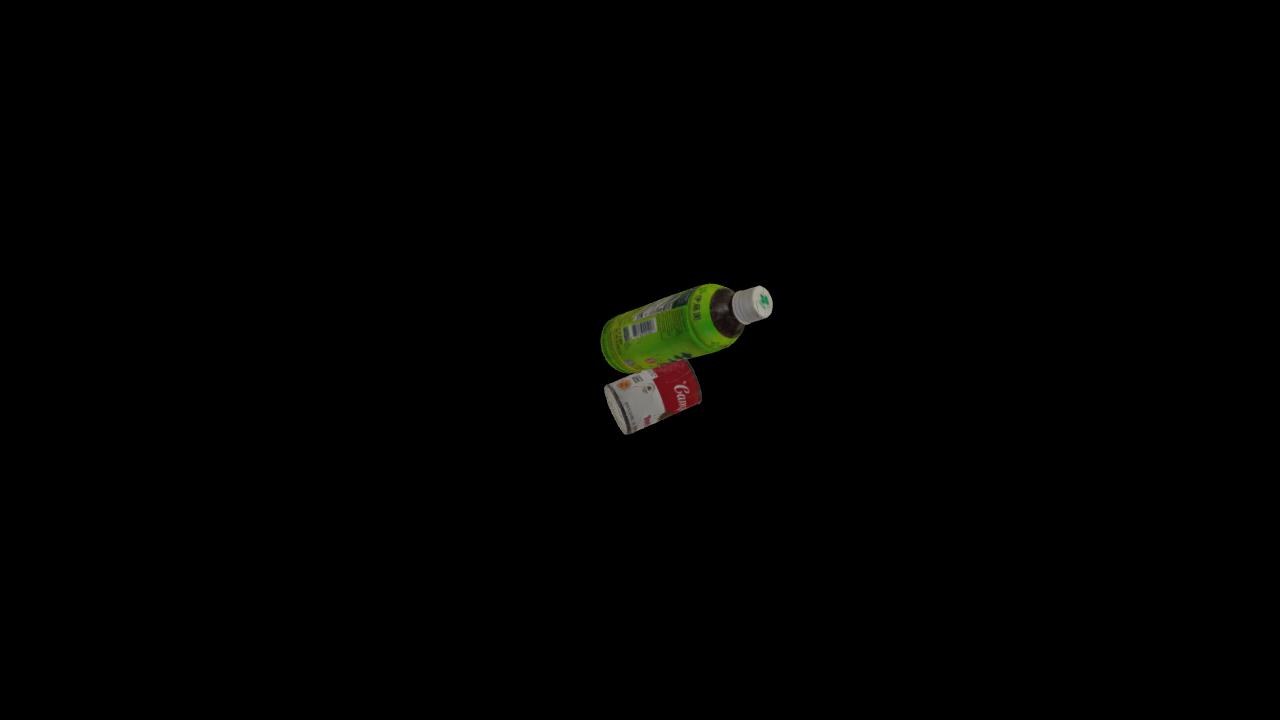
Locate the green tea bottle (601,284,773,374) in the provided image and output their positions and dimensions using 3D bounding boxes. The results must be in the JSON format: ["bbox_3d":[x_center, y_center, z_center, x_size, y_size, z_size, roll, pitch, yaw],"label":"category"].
[{"bbox_3d":[0.045,-0.035,0.639,0.073,0.073,0.212,0,-10,-39],"label":"green tea bottle"}]

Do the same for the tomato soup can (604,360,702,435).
[{"bbox_3d":[0.015,0.041,0.746,0.101,0.068,0.068,-22,5,-13],"label":"tomato soup can"}]
